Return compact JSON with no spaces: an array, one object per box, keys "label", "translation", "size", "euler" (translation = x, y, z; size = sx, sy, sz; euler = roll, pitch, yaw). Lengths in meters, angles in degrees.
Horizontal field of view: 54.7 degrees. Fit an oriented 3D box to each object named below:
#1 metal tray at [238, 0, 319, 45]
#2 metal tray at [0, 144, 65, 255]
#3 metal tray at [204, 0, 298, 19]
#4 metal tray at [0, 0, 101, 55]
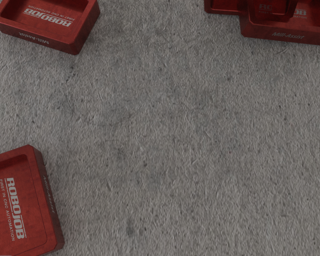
[{"label":"metal tray","translation":[0.184,-0.174,0.458],"size":[0.131,0.030,0.090],"euler":[3,70,-10]},{"label":"metal tray","translation":[-0.177,0.095,0.369],"size":[0.091,0.030,0.130],"euler":[-20,71,-7]},{"label":"metal tray","translation":[0.129,-0.200,0.436],"size":[0.131,0.090,0.030],"euler":[9,70,13]},{"label":"metal tray","translation":[-0.168,-0.171,0.466],"size":[0.131,0.030,0.090],"euler":[18,71,6]}]
